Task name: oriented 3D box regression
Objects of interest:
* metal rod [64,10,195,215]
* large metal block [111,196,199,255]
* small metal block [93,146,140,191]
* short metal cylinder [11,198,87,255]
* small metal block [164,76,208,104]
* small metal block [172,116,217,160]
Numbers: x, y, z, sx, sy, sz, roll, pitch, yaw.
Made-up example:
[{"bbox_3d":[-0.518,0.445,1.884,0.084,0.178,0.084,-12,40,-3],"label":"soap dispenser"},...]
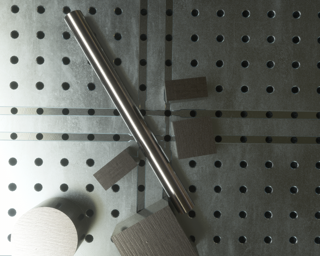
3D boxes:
[{"bbox_3d":[-0.040,-0.020,0.412,0.025,0.025,0.299,-30,90,0],"label":"metal rod"},{"bbox_3d":[-0.005,0.148,0.401,0.080,0.050,0.080,-30,90,0],"label":"large metal block"},{"bbox_3d":[-0.054,0.051,0.400,0.050,0.050,0.025,-39,90,0],"label":"small metal block"},{"bbox_3d":[-0.140,0.135,0.399,0.081,0.050,0.079,0,90,-1],"label":"short metal cylinder"},{"bbox_3d":[0.032,-0.048,0.401,0.050,0.050,0.025,-6,90,0],"label":"small metal block"},{"bbox_3d":[0.045,0.012,0.414,0.050,0.025,0.050,-9,90,-1],"label":"small metal block"}]
